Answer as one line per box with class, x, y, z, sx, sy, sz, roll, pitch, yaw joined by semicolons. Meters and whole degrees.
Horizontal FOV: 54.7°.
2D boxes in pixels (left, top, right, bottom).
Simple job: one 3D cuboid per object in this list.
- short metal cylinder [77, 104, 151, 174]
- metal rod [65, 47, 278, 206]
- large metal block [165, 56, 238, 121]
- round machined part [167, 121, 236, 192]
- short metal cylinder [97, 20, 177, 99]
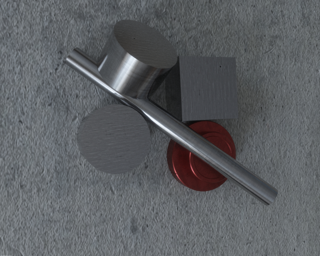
short metal cylinder;-0.058;0.013;0.377;0.081;0.050;0.080;0;90;-20
metal rod;0.017;0.000;0.381;0.301;0.025;0.025;35;78;-3
large metal block;0.055;-0.051;0.415;0.081;0.050;0.079;-3;91;-20
round machined part;0.063;0.038;0.424;0.099;0.042;0.097;0;90;-20
short metal cylinder;-0.027;-0.081;0.367;0.080;0.050;0.080;21;43;-21
